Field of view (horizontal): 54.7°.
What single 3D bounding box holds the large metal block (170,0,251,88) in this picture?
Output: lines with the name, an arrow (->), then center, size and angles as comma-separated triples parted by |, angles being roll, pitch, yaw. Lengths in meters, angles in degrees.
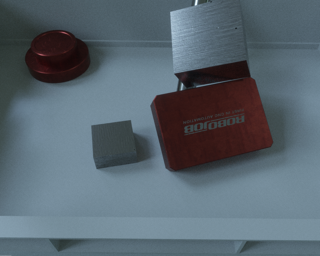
large metal block -> 0.061, -0.100, 0.371 | 0.080, 0.050, 0.080 | -7, 76, 19

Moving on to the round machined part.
round machined part -> -0.164, -0.119, 0.492 | 0.099, 0.042, 0.098 | 0, 50, 0

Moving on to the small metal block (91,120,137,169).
small metal block -> -0.057, 0.020, 0.388 | 0.050, 0.025, 0.050 | -8, 51, -7

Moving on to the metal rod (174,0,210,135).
metal rod -> 0.050, -0.137, 0.425 | 0.025, 0.025, 0.299 | 9, 81, 7

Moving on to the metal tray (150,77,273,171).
metal tray -> 0.062, -0.005, 0.379 | 0.131, 0.030, 0.090 | -12, 83, -11
